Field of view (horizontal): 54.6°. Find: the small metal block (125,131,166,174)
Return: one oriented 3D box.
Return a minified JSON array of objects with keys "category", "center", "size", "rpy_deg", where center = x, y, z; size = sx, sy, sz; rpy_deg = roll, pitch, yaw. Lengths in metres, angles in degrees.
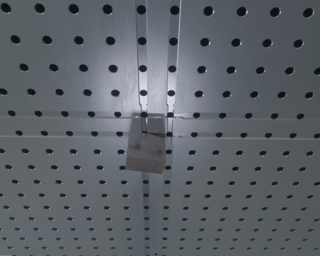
[{"category":"small metal block","center":[-0.019,0.033,0.423],"size":[0.050,0.050,0.025],"rpy_deg":[8,130,-7]}]
